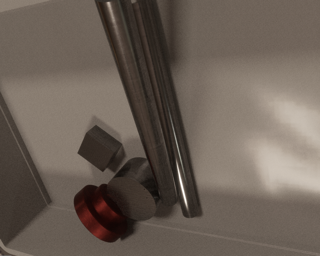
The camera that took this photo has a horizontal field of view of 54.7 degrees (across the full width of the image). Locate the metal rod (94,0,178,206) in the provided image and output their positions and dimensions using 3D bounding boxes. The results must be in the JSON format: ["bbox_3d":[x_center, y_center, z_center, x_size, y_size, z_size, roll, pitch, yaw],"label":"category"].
[{"bbox_3d":[-0.010,0.003,0.328,0.025,0.025,0.299,12,143,21],"label":"metal rod"}]

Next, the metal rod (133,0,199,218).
[{"bbox_3d":[0.012,-0.006,0.397,0.025,0.025,0.298,0,119,28],"label":"metal rod"}]

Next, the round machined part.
[{"bbox_3d":[-0.085,0.128,0.494,0.042,0.098,0.098,-42,95,7],"label":"round machined part"}]

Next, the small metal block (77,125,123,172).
[{"bbox_3d":[-0.093,0.032,0.475,0.050,0.025,0.050,36,129,4],"label":"small metal block"}]

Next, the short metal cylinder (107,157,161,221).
[{"bbox_3d":[-0.032,0.091,0.464,0.080,0.050,0.079,13,124,20],"label":"short metal cylinder"}]
